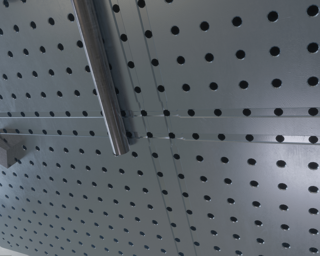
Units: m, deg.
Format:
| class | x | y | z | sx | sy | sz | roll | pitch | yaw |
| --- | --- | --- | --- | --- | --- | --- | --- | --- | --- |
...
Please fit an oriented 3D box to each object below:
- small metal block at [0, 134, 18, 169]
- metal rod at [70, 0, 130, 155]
| class | x | y | z | sx | sy | sz | roll | pitch | yaw |
| --- | --- | --- | --- | --- | --- | --- | --- | --- | --- |
| small metal block | -0.306 | 0.043 | 0.599 | 0.050 | 0.025 | 0.050 | 27 | 128 | 11 |
| metal rod | -0.082 | -0.097 | 0.394 | 0.025 | 0.025 | 0.298 | 4 | 120 | 26 |
